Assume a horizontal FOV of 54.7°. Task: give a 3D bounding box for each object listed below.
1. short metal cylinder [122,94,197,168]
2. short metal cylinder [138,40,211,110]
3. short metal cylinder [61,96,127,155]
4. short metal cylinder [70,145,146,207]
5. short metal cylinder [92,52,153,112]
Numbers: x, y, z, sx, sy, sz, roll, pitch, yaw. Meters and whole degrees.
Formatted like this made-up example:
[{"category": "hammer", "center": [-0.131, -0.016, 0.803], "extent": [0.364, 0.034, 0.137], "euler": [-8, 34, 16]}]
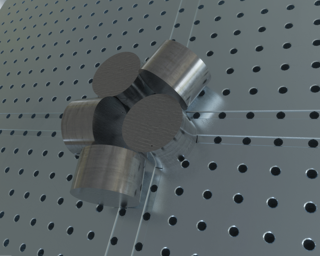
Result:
[{"category": "short metal cylinder", "center": [0.000, 0.004, 0.390], "extent": [0.080, 0.050, 0.080], "euler": [-13, 57, 21]}, {"category": "short metal cylinder", "center": [0.019, -0.068, 0.405], "extent": [0.080, 0.080, 0.050], "euler": [32, 79, 38]}, {"category": "short metal cylinder", "center": [-0.086, -0.001, 0.420], "extent": [0.050, 0.080, 0.080], "euler": [-2, 61, 27]}, {"category": "short metal cylinder", "center": [-0.060, 0.059, 0.367], "extent": [0.080, 0.080, 0.050], "euler": [-6, 60, 25]}, {"category": "short metal cylinder", "center": [-0.052, -0.065, 0.459], "extent": [0.080, 0.050, 0.080], "euler": [-14, 56, 22]}]
